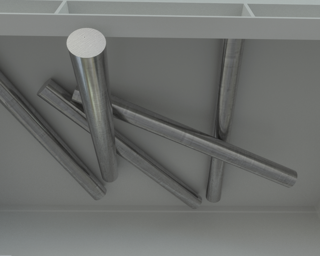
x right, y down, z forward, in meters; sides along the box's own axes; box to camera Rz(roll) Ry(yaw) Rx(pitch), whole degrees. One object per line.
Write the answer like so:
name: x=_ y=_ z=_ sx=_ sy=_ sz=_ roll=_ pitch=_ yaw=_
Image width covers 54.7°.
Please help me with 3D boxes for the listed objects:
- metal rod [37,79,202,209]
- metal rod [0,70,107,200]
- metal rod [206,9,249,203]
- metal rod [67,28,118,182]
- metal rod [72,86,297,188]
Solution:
metal rod: x=-0.039 y=0.037 z=0.440 sx=0.025 sy=0.025 sz=0.300 roll=-34 pitch=123 yaw=25
metal rod: x=-0.158 y=0.002 z=0.408 sx=0.025 sy=0.025 sz=0.299 roll=-19 pitch=128 yaw=15
metal rod: x=0.082 y=-0.002 z=0.407 sx=0.025 sy=0.025 sz=0.298 roll=-2 pitch=130 yaw=1
metal rod: x=-0.062 y=0.008 z=0.336 sx=0.025 sy=0.025 sz=0.299 roll=4 pitch=155 yaw=-4
metal rod: x=0.038 y=0.012 z=0.393 sx=0.302 sy=0.025 sz=0.025 roll=22 pitch=127 yaw=-8
